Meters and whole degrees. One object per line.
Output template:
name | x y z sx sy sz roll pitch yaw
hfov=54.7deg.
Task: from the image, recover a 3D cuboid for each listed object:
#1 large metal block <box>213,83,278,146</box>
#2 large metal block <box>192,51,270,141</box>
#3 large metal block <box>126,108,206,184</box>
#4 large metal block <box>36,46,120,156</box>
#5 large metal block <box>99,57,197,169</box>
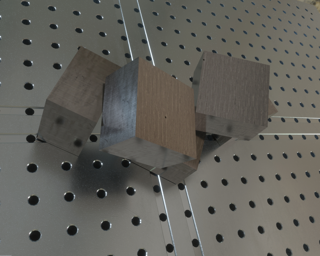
large metal block | 0.107 -0.031 0.452 0.050 0.080 0.080 -18 71 -35
large metal block | 0.081 -0.037 0.371 0.081 0.050 0.080 12 68 -4
large metal block | 0.008 0.012 0.390 0.080 0.050 0.080 28 52 -11
large metal block | -0.089 -0.028 0.342 0.050 0.080 0.080 27 52 -12
large metal block | -0.010 -0.011 0.311 0.080 0.050 0.080 23 57 -41
